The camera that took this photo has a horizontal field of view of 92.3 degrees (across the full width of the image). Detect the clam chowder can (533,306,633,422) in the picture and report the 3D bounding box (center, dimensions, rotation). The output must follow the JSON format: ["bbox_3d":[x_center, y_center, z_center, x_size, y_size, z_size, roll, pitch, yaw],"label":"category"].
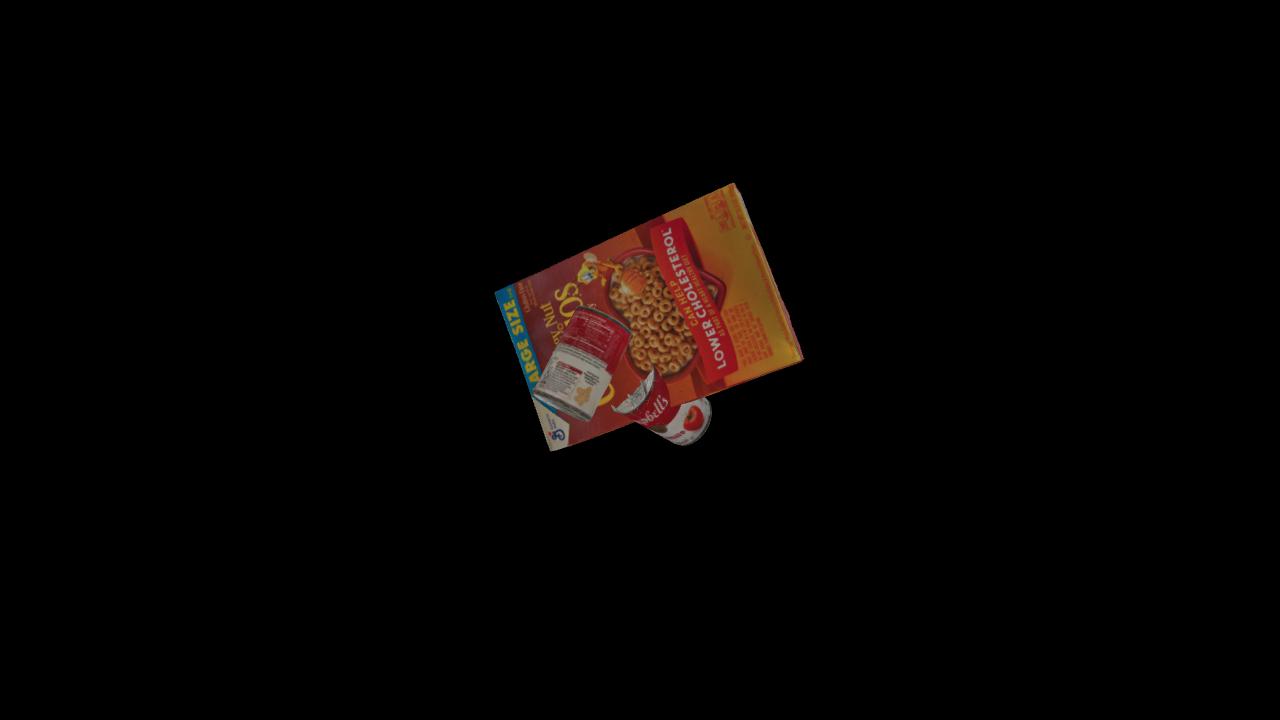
[{"bbox_3d":[-0.059,0.004,0.632,0.068,0.102,0.068,25,-13,6],"label":"clam chowder can"}]

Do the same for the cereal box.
[{"bbox_3d":[0.005,-0.039,0.700,0.306,0.203,0.081,-21,-6,16],"label":"cereal box"}]

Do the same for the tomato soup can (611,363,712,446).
[{"bbox_3d":[0.025,0.049,0.694,0.101,0.068,0.068,33,-20,-36],"label":"tomato soup can"}]
